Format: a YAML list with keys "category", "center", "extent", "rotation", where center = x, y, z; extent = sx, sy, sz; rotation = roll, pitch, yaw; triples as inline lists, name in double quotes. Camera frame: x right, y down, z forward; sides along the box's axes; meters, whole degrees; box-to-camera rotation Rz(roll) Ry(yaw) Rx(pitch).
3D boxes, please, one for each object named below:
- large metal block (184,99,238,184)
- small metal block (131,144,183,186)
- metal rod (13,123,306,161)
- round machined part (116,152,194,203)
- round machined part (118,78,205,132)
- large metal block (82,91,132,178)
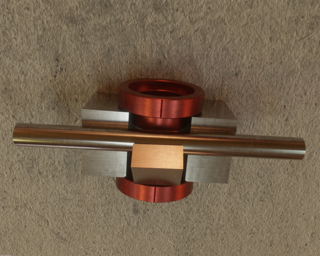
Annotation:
- category: "large metal block"
  center: [0.057, 0.013, 0.387]
  extent: [0.050, 0.080, 0.079]
  rotation: [4, 110, -1]
- category: "small metal block"
  center: [-0.002, 0.040, 0.326]
  extent: [0.050, 0.025, 0.050]
  rotation: [2, 151, 1]
- category: "metal rod"
  center: [0.001, 0.015, 0.331]
  extent: [0.302, 0.025, 0.025]
  rotation: [3, 110, -2]
- category: "round machined part"
  center: [-0.005, 0.051, 0.391]
  extent: [0.099, 0.098, 0.042]
  rotation: [4, 105, -2]
- category: "round machined part"
  center: [0.001, -0.027, 0.362]
  extent: [0.099, 0.098, 0.042]
  rotation: [4, 111, -2]
- category: "large metal block"
  center: [-0.062, 0.005, 0.383]
  extent: [0.050, 0.080, 0.079]
  rotation: [4, 110, -2]
